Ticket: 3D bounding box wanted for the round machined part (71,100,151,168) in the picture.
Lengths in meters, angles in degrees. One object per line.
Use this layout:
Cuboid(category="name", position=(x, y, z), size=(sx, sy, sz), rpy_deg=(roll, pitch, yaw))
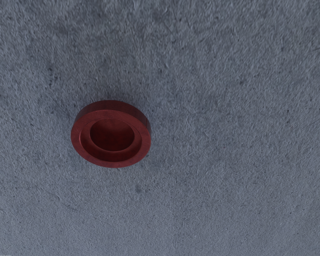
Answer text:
Cuboid(category="round machined part", position=(-0.060, 0.003, 0.398), size=(0.099, 0.042, 0.097), rpy_deg=(0, 130, 0))
